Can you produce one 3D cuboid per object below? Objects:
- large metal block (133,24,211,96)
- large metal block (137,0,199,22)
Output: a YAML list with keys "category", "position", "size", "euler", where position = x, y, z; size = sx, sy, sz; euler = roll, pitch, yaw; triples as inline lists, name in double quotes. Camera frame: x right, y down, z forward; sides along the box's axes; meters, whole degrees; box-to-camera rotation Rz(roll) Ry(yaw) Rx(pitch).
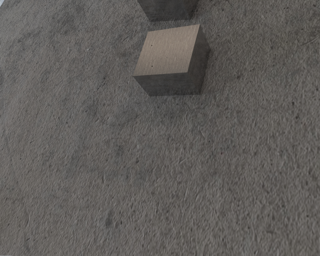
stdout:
- category: "large metal block"
  position: [0.019, -0.093, 0.435]
  size: [0.080, 0.050, 0.080]
  euler: [1, 62, 29]
- category: "large metal block"
  position: [0.020, -0.227, 0.517]
  size: [0.080, 0.050, 0.080]
  euler: [9, 66, 32]
